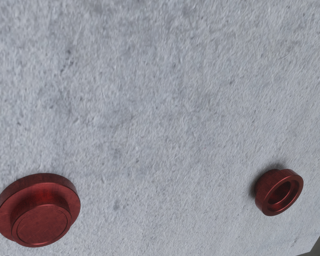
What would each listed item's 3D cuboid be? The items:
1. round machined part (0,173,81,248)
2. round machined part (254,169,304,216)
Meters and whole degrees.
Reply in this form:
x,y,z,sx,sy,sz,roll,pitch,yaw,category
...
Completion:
x,y,z,sx,sy,sz,roll,pitch,yaw,category
-0.148,0.108,0.383,0.099,0.042,0.097,-14,125,-21,round machined part
0.221,0.117,0.593,0.099,0.042,0.097,-14,125,-21,round machined part
